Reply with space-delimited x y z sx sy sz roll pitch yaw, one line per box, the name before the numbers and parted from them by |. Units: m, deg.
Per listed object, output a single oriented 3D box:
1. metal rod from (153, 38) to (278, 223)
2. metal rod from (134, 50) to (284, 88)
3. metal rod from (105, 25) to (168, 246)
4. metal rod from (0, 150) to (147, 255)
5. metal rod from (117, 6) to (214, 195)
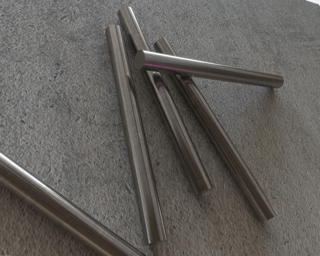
metal rod | 0.072 -0.007 0.446 0.025 0.025 0.299 -19 72 -35
metal rod | 0.096 -0.086 0.484 0.302 0.025 0.025 0 61 -36
metal rod | -0.036 -0.010 0.390 0.025 0.025 0.299 1 61 -28
metal rod | -0.116 0.066 0.300 0.301 0.025 0.025 37 51 -4
metal rod | 0.000 -0.051 0.434 0.025 0.025 0.299 -10 67 -32
